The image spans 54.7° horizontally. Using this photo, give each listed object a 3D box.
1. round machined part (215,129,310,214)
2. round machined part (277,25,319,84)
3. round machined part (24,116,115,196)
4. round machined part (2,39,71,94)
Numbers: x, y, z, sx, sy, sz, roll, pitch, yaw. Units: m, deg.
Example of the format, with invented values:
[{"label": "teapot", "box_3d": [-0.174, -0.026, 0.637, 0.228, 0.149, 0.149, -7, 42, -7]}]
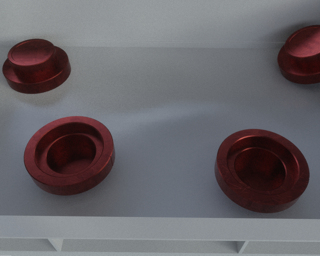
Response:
[{"label": "round machined part", "box_3d": [0.111, 0.051, 0.351, 0.099, 0.042, 0.098, 0, 50, 0]}, {"label": "round machined part", "box_3d": [0.228, -0.116, 0.466, 0.098, 0.042, 0.098, -19, 46, 22]}, {"label": "round machined part", "box_3d": [-0.102, 0.036, 0.363, 0.099, 0.042, 0.098, 0, 50, 0]}, {"label": "round machined part", "box_3d": [-0.192, -0.101, 0.477, 0.099, 0.042, 0.098, 0, 50, 0]}]
